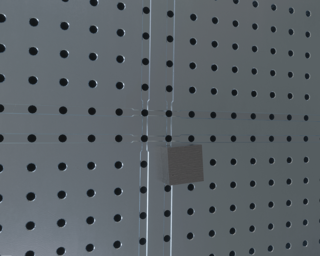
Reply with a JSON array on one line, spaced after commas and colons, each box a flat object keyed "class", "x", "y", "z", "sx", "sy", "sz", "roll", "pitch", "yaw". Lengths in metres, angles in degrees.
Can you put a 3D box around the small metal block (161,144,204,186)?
[{"class": "small metal block", "x": 0.030, "y": 0.049, "z": 0.424, "sx": 0.050, "sy": 0.025, "sz": 0.050, "roll": -4, "pitch": 91, "yaw": -20}]
